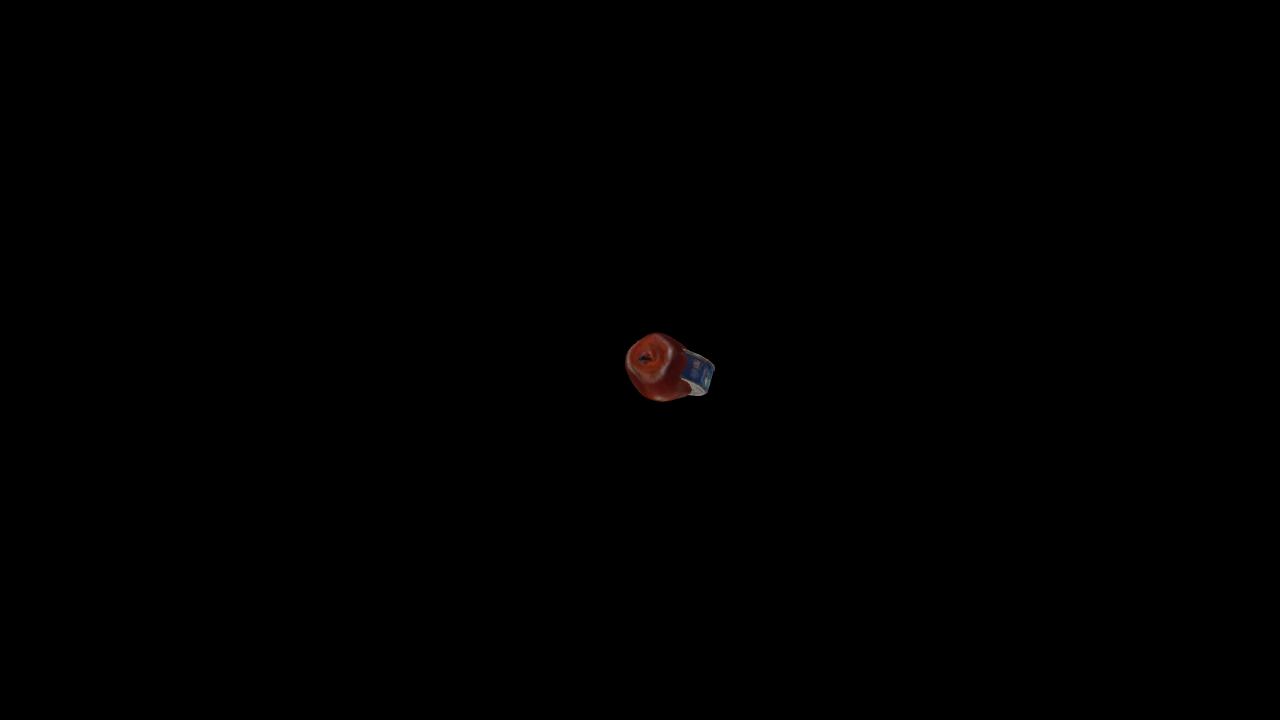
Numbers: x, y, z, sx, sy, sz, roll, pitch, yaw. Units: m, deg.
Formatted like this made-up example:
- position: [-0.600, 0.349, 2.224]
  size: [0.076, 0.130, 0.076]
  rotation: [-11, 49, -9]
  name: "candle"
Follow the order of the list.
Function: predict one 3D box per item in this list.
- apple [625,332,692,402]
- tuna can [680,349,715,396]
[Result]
- position: [0.024, 0.010, 0.708]
  size: [0.079, 0.079, 0.093]
  rotation: [0, -20, 30]
  name: "apple"
- position: [0.043, 0.013, 0.716]
  size: [0.084, 0.034, 0.084]
  rotation: [17, -14, 4]
  name: "tuna can"
